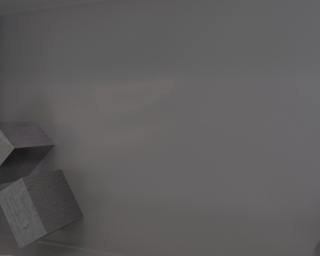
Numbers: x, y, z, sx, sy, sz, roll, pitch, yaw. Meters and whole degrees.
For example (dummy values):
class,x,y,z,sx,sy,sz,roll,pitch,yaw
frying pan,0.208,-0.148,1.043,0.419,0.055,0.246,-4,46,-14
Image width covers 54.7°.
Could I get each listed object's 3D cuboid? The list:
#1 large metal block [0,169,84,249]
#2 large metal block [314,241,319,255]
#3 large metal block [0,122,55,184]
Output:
class,x,y,z,sx,sy,sz,roll,pitch,yaw
large metal block,-0.167,0.111,0.440,0.050,0.080,0.080,-32,80,17
large metal block,0.206,0.119,0.308,0.050,0.080,0.080,33,101,17
large metal block,-0.221,0.037,0.459,0.080,0.080,0.050,-47,76,14
